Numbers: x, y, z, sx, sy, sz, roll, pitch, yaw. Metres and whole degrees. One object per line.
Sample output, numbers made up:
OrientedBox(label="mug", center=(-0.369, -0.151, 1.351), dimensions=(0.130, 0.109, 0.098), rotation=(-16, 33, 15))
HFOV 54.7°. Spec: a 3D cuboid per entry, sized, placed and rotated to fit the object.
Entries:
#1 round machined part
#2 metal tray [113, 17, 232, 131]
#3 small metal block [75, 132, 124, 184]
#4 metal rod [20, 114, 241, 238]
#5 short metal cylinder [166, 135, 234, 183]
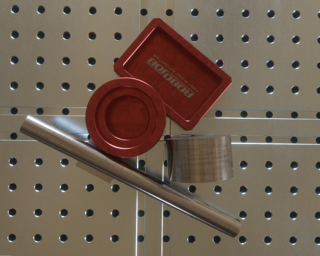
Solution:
OrientedBox(label="round machined part", center=(-0.041, -0.013, 0.396), dimensions=(0.099, 0.042, 0.097), rotation=(0, 90, 1))
OrientedBox(label="metal tray", center=(0.016, -0.069, 0.410), dimensions=(0.130, 0.030, 0.090), rotation=(40, 89, 0))
OrientedBox(label="small metal block", center=(-0.075, 0.038, 0.413), dimensions=(0.050, 0.025, 0.050), rotation=(28, 90, -1))
OrientedBox(label="metal rod", center=(-0.029, 0.065, 0.393), dimensions=(0.301, 0.025, 0.025), rotation=(28, 90, -9))
OrientedBox(label="short metal cylinder", center=(0.049, 0.036, 0.385), dimensions=(0.081, 0.080, 0.050), rotation=(-4, 90, -1))
